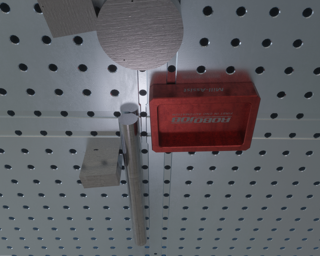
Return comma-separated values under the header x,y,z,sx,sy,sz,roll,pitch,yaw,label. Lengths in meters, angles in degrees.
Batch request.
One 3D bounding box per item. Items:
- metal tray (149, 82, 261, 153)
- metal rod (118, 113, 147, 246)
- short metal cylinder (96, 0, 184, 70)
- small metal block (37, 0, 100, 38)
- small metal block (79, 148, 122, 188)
x,y,z,sx,sy,sz,roll,pitch,yaw,label
0.054,-0.011,0.398,0.131,0.030,0.089,-1,130,1,metal tray
-0.039,0.102,0.497,0.025,0.025,0.298,-1,130,0,metal rod
-0.018,-0.104,0.306,0.081,0.050,0.079,0,130,0,short metal cylinder
-0.089,-0.122,0.307,0.050,0.025,0.050,-8,130,6,small metal block
-0.083,0.057,0.443,0.050,0.050,0.025,-5,130,4,small metal block
